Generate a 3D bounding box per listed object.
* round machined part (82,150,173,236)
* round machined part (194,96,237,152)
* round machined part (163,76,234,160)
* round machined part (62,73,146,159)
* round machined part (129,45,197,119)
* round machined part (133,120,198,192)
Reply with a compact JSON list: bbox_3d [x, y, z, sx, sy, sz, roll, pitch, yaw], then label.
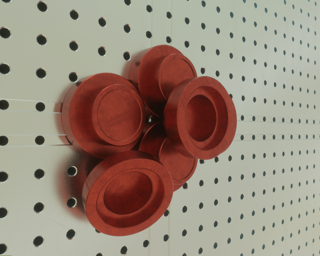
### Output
[{"bbox_3d":[-0.038,0.068,0.348,0.099,0.042,0.097,-10,116,-21],"label":"round machined part"},{"bbox_3d":[0.065,-0.011,0.450,0.099,0.042,0.097,0,90,-40],"label":"round machined part"},{"bbox_3d":[0.043,-0.012,0.377,0.099,0.042,0.097,0,90,-40],"label":"round machined part"},{"bbox_3d":[-0.055,-0.014,0.351,0.099,0.042,0.097,0,90,-40],"label":"round machined part"},{"bbox_3d":[0.012,-0.060,0.407,0.099,0.042,0.097,0,90,-40],"label":"round machined part"},{"bbox_3d":[0.012,0.038,0.406,0.099,0.042,0.097,0,90,-40],"label":"round machined part"}]
